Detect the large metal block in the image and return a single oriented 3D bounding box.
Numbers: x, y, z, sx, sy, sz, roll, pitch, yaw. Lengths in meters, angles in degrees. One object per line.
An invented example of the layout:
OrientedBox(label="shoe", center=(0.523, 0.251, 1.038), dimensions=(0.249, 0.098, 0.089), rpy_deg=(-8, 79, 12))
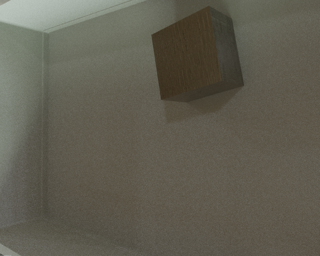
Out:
OrientedBox(label="large metal block", center=(0.042, -0.079, 0.357), dimensions=(0.080, 0.050, 0.080), rpy_deg=(-14, 81, 39))
